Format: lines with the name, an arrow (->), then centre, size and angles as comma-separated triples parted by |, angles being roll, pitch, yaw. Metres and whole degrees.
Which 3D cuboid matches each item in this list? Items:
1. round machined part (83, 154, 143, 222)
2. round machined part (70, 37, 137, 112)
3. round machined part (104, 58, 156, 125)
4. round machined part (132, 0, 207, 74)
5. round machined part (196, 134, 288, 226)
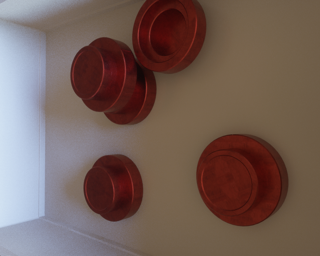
round machined part -> -0.075, 0.088, 0.455 | 0.098, 0.042, 0.097 | 0, 90, 39
round machined part -> -0.080, -0.070, 0.404 | 0.098, 0.042, 0.097 | 0, 90, 39
round machined part -> -0.056, -0.053, 0.440 | 0.098, 0.042, 0.097 | 0, 90, 39
round machined part -> 0.015, -0.115, 0.381 | 0.098, 0.042, 0.097 | 0, 90, 39
round machined part -> 0.079, 0.055, 0.329 | 0.098, 0.042, 0.097 | 0, 90, 39
